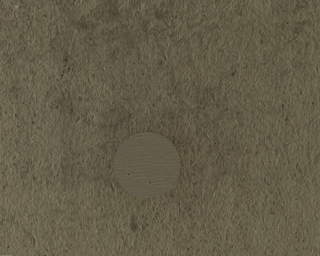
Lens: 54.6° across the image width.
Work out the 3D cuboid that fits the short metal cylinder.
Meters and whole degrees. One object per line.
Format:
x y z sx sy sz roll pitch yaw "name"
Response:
-0.015 0.044 0.397 0.080 0.050 0.080 0 90 0 "short metal cylinder"
